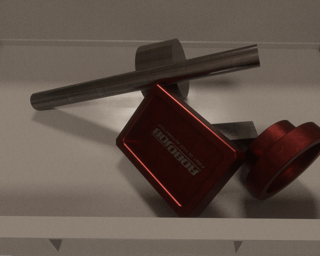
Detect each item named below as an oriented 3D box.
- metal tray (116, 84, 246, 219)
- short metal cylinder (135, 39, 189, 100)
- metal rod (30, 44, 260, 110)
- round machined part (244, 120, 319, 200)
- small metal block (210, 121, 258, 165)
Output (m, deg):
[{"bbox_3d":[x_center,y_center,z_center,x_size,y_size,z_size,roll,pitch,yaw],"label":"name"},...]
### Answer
[{"bbox_3d":[0.017,0.023,0.346,0.130,0.030,0.090,44,106,30],"label":"metal tray"},{"bbox_3d":[0.005,-0.078,0.427,0.050,0.080,0.080,-7,48,19],"label":"short metal cylinder"},{"bbox_3d":[-0.033,-0.058,0.387,0.301,0.025,0.025,-9,48,19],"label":"metal rod"},{"bbox_3d":[0.129,0.030,0.334,0.099,0.097,0.042,-27,56,-21],"label":"round machined part"},{"bbox_3d":[0.085,0.019,0.374,0.050,0.050,0.025,-4,50,-4],"label":"small metal block"}]
